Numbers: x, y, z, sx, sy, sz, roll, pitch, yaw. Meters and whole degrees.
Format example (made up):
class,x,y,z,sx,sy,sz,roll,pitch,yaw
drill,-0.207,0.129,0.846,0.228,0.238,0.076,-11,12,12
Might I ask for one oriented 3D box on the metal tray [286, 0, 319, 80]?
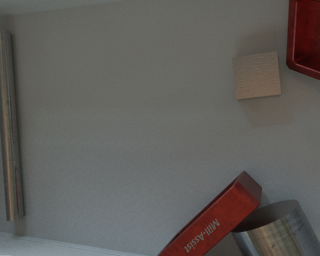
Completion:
class,x,y,z,sx,sy,sz,roll,pitch,yaw
metal tray,0.180,-0.081,0.285,0.030,0.090,0.130,-29,40,-18

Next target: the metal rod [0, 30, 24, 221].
class,x,y,z,sx,sy,sz,roll,pitch,yaw
metal rod,-0.241,-0.005,0.493,0.025,0.025,0.298,-5,88,19

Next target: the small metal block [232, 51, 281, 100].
class,x,y,z,sx,sy,sz,roll,pitch,yaw
small metal block,0.115,-0.061,0.370,0.050,0.025,0.050,-5,88,19

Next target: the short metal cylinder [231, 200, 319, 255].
class,x,y,z,sx,sy,sz,roll,pitch,yaw
short metal cylinder,0.124,0.119,0.337,0.080,0.080,0.050,-28,81,17

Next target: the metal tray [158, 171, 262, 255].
class,x,y,z,sx,sy,sz,roll,pitch,yaw
metal tray,0.058,0.109,0.355,0.030,0.090,0.130,46,104,14
